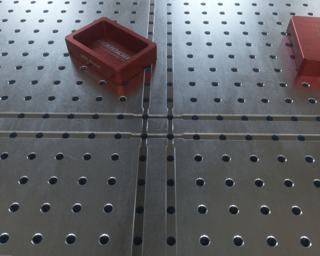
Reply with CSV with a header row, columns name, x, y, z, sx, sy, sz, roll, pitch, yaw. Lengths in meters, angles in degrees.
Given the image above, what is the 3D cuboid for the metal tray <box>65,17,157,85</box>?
name,x,y,z,sx,sy,sz,roll,pitch,yaw
metal tray,-0.081,-0.132,0.514,0.130,0.030,0.090,34,58,25

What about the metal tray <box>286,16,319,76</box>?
name,x,y,z,sx,sy,sz,roll,pitch,yaw
metal tray,0.273,-0.140,0.524,0.091,0.030,0.130,5,50,4
